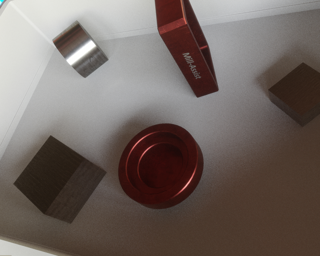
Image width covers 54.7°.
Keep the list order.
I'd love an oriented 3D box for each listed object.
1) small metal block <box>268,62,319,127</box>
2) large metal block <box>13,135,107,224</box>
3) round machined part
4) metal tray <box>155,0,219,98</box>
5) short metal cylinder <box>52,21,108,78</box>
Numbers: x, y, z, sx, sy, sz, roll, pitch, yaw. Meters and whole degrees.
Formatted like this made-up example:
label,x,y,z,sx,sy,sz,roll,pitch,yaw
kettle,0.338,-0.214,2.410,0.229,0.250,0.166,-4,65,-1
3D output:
label,x,y,z,sx,sy,sz,roll,pitch,yaw
small metal block,0.159,-0.038,0.345,0.050,0.025,0.050,-39,51,2
large metal block,-0.134,0.067,0.417,0.080,0.050,0.080,25,75,36
round machined part,0.004,0.047,0.363,0.098,0.042,0.098,-13,56,20
metal tray,0.035,-0.110,0.386,0.030,0.130,0.090,-17,55,18
short metal cylinder,-0.131,-0.131,0.517,0.050,0.080,0.080,-38,51,3
